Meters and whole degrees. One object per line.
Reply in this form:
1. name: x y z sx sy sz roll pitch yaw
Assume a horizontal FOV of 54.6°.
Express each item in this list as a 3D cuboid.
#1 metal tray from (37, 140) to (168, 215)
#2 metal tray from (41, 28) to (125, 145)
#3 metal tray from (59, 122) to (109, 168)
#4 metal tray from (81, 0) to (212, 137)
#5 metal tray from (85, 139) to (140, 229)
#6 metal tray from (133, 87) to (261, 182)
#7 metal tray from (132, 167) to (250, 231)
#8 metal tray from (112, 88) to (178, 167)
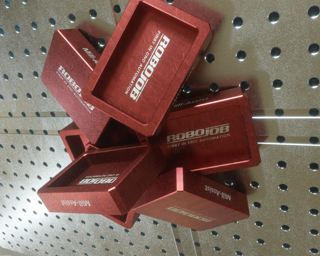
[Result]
1. metal tray: -0.067 0.057 0.356 0.130 0.090 0.030 -10 113 37
2. metal tray: -0.099 -0.054 0.406 0.130 0.030 0.090 48 131 14
3. metal tray: -0.094 0.052 0.491 0.090 0.030 0.129 -5 116 29
4. metal tray: -0.014 -0.066 0.331 0.090 0.030 0.130 30 95 9
5. metal tray: -0.066 0.081 0.454 0.090 0.030 0.129 24 127 13
6. metal tray: 0.045 0.011 0.368 0.130 0.030 0.090 -12 113 14
7. metal tray: 0.041 0.098 0.404 0.131 0.030 0.090 27 138 -33
8. metal tray: -0.022 0.006 0.423 0.090 0.030 0.129 -6 114 28
